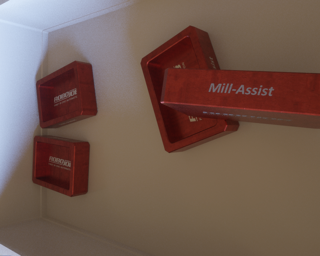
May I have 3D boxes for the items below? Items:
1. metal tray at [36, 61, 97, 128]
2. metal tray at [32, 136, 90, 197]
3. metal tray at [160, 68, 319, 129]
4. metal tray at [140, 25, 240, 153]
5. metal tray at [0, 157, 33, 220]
[{"bbox_3d":[-0.166,-0.054,0.540,0.130,0.030,0.090,-13,82,39],"label":"metal tray"},{"bbox_3d":[-0.179,0.063,0.551,0.130,0.030,0.089,6,94,39],"label":"metal tray"},{"bbox_3d":[0.077,-0.025,0.275,0.130,0.090,0.030,7,87,22],"label":"metal tray"},{"bbox_3d":[0.032,-0.044,0.377,0.090,0.030,0.129,-25,74,37],"label":"metal tray"},{"bbox_3d":[-0.328,0.129,0.677,0.130,0.030,0.089,23,105,37],"label":"metal tray"}]
